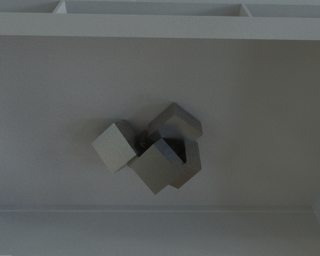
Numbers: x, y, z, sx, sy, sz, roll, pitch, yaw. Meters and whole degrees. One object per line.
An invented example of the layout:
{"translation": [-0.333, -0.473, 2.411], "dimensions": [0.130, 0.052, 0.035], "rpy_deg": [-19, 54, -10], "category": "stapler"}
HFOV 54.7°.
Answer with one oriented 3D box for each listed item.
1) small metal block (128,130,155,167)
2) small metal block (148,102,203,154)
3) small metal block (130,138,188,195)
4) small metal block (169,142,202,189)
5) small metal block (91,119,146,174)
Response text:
{"translation": [-0.019, 0.038, 0.439], "dimensions": [0.050, 0.025, 0.050], "rpy_deg": [35, 122, -26], "category": "small metal block"}
{"translation": [0.020, 0.002, 0.409], "dimensions": [0.050, 0.025, 0.050], "rpy_deg": [35, 122, -26], "category": "small metal block"}
{"translation": [-0.002, 0.050, 0.401], "dimensions": [0.050, 0.025, 0.050], "rpy_deg": [49, 121, 5], "category": "small metal block"}
{"translation": [0.030, 0.048, 0.432], "dimensions": [0.025, 0.050, 0.050], "rpy_deg": [29, 124, -22], "category": "small metal block"}
{"translation": [-0.055, 0.025, 0.411], "dimensions": [0.050, 0.025, 0.050], "rpy_deg": [-40, 82, 28], "category": "small metal block"}
